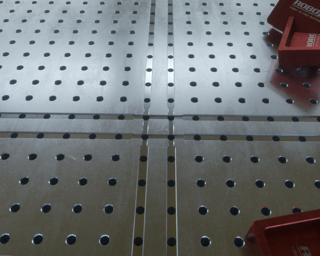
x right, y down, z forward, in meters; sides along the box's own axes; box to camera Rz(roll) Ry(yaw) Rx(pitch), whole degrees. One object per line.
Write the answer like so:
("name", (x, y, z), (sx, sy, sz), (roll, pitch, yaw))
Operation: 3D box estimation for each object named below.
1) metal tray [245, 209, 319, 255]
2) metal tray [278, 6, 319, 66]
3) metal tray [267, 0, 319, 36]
("metal tray", (0.145, 0.145, 0.283), (0.091, 0.030, 0.130), (-8, 50, -7))
("metal tray", (0.253, -0.153, 0.506), (0.090, 0.030, 0.130), (7, 51, 30))
("metal tray", (0.262, -0.191, 0.527), (0.030, 0.090, 0.130), (3, 34, -52))
